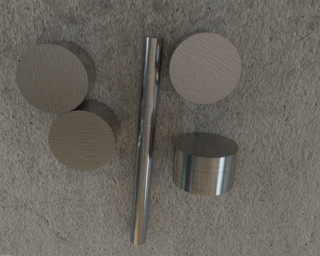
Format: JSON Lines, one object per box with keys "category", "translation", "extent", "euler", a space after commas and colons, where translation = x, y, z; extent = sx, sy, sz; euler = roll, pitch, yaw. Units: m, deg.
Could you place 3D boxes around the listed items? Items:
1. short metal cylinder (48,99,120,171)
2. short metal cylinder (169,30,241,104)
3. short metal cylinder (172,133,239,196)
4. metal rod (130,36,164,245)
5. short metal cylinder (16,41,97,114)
{"category": "short metal cylinder", "translation": [-0.095, 0.008, 0.398], "extent": [0.081, 0.050, 0.079], "euler": [0, 110, 0]}
{"category": "short metal cylinder", "translation": [0.051, -0.074, 0.370], "extent": [0.081, 0.050, 0.079], "euler": [0, 110, 0]}
{"category": "short metal cylinder", "translation": [0.057, 0.043, 0.397], "extent": [0.081, 0.080, 0.050], "euler": [2, 110, -1]}
{"category": "metal rod", "translation": [-0.020, 0.031, 0.420], "extent": [0.025, 0.025, 0.298], "euler": [5, 110, -2]}
{"category": "short metal cylinder", "translation": [-0.122, -0.062, 0.372], "extent": [0.081, 0.050, 0.079], "euler": [0, 110, 0]}
